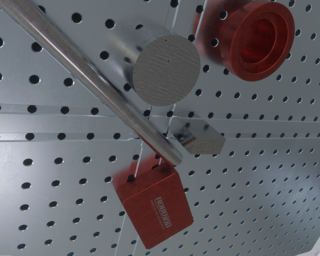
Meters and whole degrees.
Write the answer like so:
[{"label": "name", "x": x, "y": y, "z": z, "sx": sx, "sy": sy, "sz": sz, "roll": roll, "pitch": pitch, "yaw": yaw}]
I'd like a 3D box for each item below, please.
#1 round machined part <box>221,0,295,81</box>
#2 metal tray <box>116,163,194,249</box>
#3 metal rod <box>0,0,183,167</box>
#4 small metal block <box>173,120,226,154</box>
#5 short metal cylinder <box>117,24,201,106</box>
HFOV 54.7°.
[{"label": "round machined part", "x": 0.119, "y": -0.113, "z": 0.396, "sx": 0.099, "sy": 0.042, "sz": 0.097, "roll": -14, "pitch": 124, "yaw": -21}, {"label": "metal tray", "x": -0.004, "y": 0.124, "z": 0.483, "sx": 0.091, "sy": 0.030, "sz": 0.129, "roll": -27, "pitch": 128, "yaw": -12}, {"label": "metal rod", "x": -0.058, "y": -0.037, "z": 0.356, "sx": 0.025, "sy": 0.025, "sz": 0.300, "roll": -43, "pitch": 130, "yaw": 1}, {"label": "small metal block", "x": 0.055, "y": 0.013, "z": 0.433, "sx": 0.050, "sy": 0.050, "sz": 0.025, "roll": 3, "pitch": 117, "yaw": -30}, {"label": "short metal cylinder", "x": -0.002, "y": -0.071, "z": 0.350, "sx": 0.081, "sy": 0.050, "sz": 0.079, "roll": -14, "pitch": 124, "yaw": -21}]
